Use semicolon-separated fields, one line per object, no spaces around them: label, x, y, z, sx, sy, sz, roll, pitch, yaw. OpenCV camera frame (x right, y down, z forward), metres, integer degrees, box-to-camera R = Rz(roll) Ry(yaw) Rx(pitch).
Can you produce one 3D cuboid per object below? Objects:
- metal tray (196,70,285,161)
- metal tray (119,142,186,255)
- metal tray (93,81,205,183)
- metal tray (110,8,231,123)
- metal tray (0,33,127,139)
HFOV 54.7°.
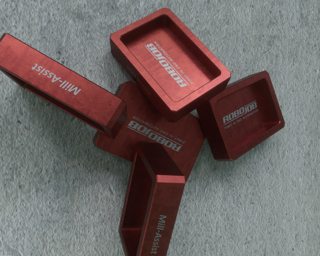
metal tray;0.116;-0.020;0.435;0.131;0.030;0.090;-26;99;-33
metal tray;-0.014;0.091;0.351;0.030;0.090;0.129;6;109;-20
metal tray;-0.009;0.008;0.405;0.131;0.030;0.090;27;81;-19
metal tray;0.011;-0.081;0.381;0.090;0.030;0.130;-33;72;-18
metal tray;-0.098;-0.037;0.323;0.130;0.090;0.030;30;80;-1
